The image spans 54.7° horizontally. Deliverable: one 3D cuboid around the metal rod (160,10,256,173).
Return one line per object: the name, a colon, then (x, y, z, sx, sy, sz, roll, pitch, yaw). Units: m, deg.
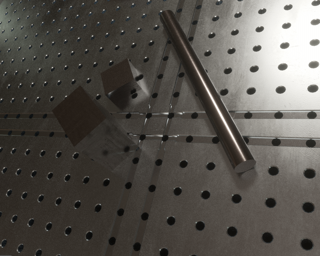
metal rod: (0.052, -0.072, 0.423, 0.025, 0.025, 0.299, -28, 52, 11)

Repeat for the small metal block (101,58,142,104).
small metal block: (-0.061, -0.074, 0.484, 0.050, 0.025, 0.050, -27, 53, 11)

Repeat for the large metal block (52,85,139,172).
large metal block: (-0.086, 0.001, 0.415, 0.050, 0.080, 0.080, -43, 51, -1)
